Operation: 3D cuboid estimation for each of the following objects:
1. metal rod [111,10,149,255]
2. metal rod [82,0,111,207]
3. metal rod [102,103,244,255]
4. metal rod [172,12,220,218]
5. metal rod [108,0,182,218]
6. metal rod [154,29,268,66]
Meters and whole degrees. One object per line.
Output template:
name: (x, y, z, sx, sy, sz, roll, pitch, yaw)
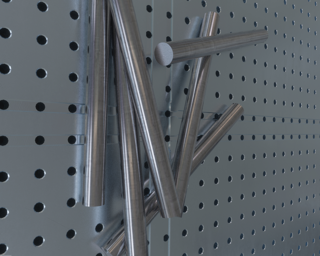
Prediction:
metal rod: (-0.037, 0.006, 0.359, 0.025, 0.025, 0.299, -2, 86, -40)
metal rod: (-0.070, -0.064, 0.349, 0.025, 0.025, 0.298, 3, 88, -40)
metal rod: (0.035, 0.058, 0.436, 0.301, 0.025, 0.025, -44, 116, -31)
metal rod: (0.047, -0.031, 0.428, 0.025, 0.025, 0.299, 27, 68, -37)
metal rod: (-0.021, -0.045, 0.345, 0.025, 0.025, 0.298, -18, 98, -38)
metal rod: (0.094, -0.124, 0.449, 0.302, 0.025, 0.025, -26, 107, -48)
